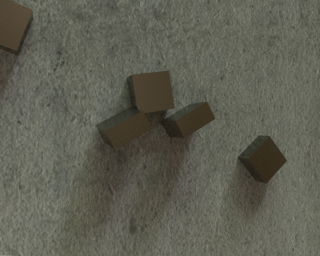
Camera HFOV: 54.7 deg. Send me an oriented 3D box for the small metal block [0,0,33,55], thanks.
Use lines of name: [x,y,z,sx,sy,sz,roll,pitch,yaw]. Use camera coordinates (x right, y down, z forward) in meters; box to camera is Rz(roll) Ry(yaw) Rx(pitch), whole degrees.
small metal block: [-0.176,-0.116,0.344,0.050,0.025,0.050,20,83,-19]

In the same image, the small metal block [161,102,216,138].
small metal block: [0.036,-0.011,0.410,0.050,0.050,0.025,-31,101,-18]

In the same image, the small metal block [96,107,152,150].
small metal block: [-0.045,-0.001,0.378,0.050,0.050,0.025,-29,108,-17]

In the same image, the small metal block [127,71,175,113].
small metal block: [-0.012,-0.046,0.405,0.050,0.025,0.050,-10,93,-20]

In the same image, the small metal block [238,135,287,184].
small metal block: [0.155,0.047,0.468,0.050,0.025,0.050,-42,104,-15]
